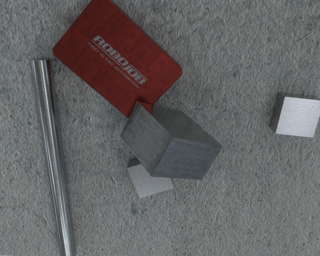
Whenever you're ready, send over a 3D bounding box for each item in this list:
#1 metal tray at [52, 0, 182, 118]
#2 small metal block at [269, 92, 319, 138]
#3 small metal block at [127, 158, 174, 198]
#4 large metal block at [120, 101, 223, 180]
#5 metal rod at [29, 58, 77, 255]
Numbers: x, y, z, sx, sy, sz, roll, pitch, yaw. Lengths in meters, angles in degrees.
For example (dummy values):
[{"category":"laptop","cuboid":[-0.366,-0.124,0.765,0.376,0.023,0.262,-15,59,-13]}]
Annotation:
[{"category":"metal tray","cuboid":[-0.049,-0.082,0.376,0.130,0.030,0.090,41,105,-14]},{"category":"small metal block","cuboid":[0.178,-0.018,0.406,0.050,0.025,0.050,6,110,-3]},{"category":"small metal block","cuboid":[-0.013,0.064,0.433,0.050,0.025,0.050,-18,109,6]},{"category":"large metal block","cuboid":[0.012,0.016,0.370,0.081,0.080,0.050,11,114,-41]},{"category":"metal rod","cuboid":[-0.144,0.056,0.428,0.025,0.025,0.298,-1,110,0]}]
